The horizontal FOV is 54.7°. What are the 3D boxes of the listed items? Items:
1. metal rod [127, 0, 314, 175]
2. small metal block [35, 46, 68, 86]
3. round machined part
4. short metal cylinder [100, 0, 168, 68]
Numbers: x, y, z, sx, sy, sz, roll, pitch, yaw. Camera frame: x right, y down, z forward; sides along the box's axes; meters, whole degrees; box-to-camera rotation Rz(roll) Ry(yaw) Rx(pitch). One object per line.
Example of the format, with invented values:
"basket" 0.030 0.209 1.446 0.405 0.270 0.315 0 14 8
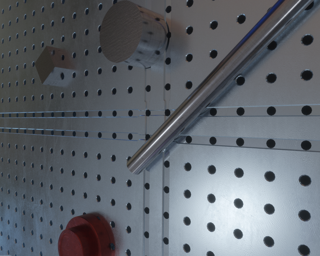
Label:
"metal rod" 0.053 -0.040 0.364 0.299 0.025 0.025 -47 62 29
"small metal block" -0.202 -0.114 0.573 0.050 0.025 0.050 -40 66 32
"round machined part" -0.128 0.193 0.501 0.098 0.042 0.097 0 90 39
"short metal cylinder" -0.036 -0.125 0.421 0.080 0.050 0.079 0 90 39
